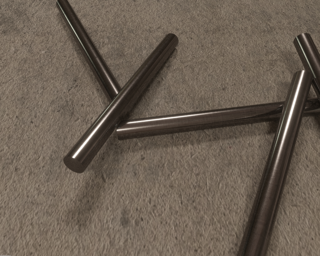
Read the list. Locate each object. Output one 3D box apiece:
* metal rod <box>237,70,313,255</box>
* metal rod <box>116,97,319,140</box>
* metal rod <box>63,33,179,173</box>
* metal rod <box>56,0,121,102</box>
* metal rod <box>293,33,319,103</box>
[{"bbox_3d":[0.132,0.043,0.349,0.025,0.025,0.301,20,58,16],"label":"metal rod"},{"bbox_3d":[0.094,-0.015,0.416,0.302,0.025,0.025,-7,51,-7],"label":"metal rod"},{"bbox_3d":[-0.035,-0.056,0.427,0.025,0.025,0.301,17,45,13],"label":"metal rod"},{"bbox_3d":[-0.123,-0.138,0.517,0.025,0.025,0.300,-21,53,-17],"label":"metal rod"},{"bbox_3d":[0.226,-0.007,0.386,0.025,0.025,0.299,-3,58,-3],"label":"metal rod"}]
